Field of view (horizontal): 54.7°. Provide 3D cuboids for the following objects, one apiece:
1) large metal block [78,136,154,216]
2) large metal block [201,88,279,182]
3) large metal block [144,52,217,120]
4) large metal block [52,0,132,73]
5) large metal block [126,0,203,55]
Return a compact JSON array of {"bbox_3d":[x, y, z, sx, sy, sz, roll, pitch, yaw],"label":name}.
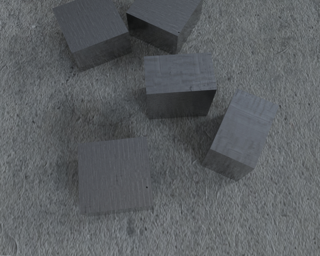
[{"bbox_3d":[-0.051,0.060,0.373,0.081,0.050,0.080,-6,70,-2],"label":"large metal block"},{"bbox_3d":[0.093,0.012,0.375,0.050,0.080,0.080,24,72,8],"label":"large metal block"},{"bbox_3d":[0.023,-0.051,0.398,0.081,0.080,0.050,-4,70,-2],"label":"large metal block"},{"bbox_3d":[-0.096,-0.139,0.445,0.080,0.050,0.080,-24,72,-9],"label":"large metal block"},{"bbox_3d":[0.008,-0.165,0.455,0.080,0.050,0.080,27,72,9],"label":"large metal block"}]
